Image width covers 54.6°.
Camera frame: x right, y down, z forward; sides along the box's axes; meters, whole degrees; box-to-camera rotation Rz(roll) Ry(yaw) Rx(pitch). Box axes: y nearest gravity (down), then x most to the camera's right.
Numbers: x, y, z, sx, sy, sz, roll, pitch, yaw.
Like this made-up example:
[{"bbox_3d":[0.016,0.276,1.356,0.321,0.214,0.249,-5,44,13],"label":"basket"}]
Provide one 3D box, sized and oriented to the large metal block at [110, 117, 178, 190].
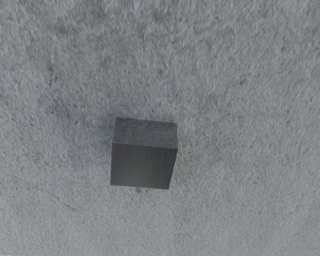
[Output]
[{"bbox_3d":[-0.023,0.036,0.421,0.080,0.050,0.079,6,130,-5],"label":"large metal block"}]
